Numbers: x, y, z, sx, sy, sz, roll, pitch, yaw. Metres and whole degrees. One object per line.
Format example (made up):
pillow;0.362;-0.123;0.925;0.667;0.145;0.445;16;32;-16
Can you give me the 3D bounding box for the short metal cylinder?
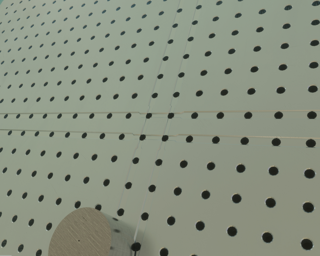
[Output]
short metal cylinder;-0.076;0.135;0.347;0.080;0.050;0.080;-13;56;21
